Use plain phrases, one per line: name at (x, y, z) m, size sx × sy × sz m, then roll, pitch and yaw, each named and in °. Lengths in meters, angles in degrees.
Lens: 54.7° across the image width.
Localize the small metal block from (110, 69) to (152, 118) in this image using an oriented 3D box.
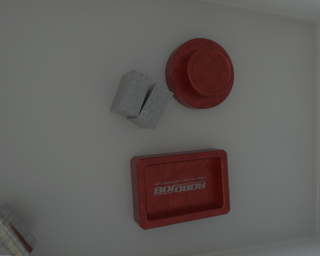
small metal block at (-0.037, -0.041, 0.384) m, size 0.025 × 0.050 × 0.050 m, roll 21°, pitch 83°, yaw -19°

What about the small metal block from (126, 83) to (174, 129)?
small metal block at (-0.014, -0.027, 0.393) m, size 0.025 × 0.050 × 0.050 m, roll 31°, pitch 80°, yaw -18°

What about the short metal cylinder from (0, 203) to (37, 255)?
short metal cylinder at (-0.177, 0.123, 0.316) m, size 0.080 × 0.080 × 0.050 m, roll -35°, pitch 102°, yaw -17°

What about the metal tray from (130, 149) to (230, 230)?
metal tray at (0.029, 0.078, 0.419) m, size 0.131 × 0.030 × 0.089 m, roll -4°, pitch 92°, yaw -20°

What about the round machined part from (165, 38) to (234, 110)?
round machined part at (0.061, -0.075, 0.425) m, size 0.099 × 0.042 × 0.097 m, roll 0°, pitch 90°, yaw -21°
